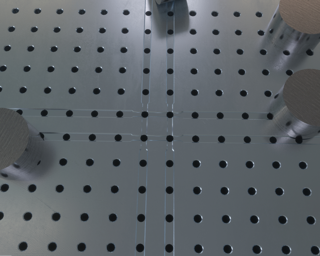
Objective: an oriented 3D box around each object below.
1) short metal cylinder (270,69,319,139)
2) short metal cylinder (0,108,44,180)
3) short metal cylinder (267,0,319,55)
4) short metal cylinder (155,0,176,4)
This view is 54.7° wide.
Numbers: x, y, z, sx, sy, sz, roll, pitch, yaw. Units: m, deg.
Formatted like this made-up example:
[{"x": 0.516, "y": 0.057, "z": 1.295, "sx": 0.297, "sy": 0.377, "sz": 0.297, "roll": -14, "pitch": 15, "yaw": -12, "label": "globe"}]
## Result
[{"x": 0.195, "y": -0.031, "z": 0.411, "sx": 0.081, "sy": 0.050, "sz": 0.080, "roll": 0, "pitch": 70, "yaw": 0, "label": "short metal cylinder"}, {"x": -0.195, "y": 0.021, "z": 0.389, "sx": 0.081, "sy": 0.050, "sz": 0.080, "roll": 0, "pitch": 70, "yaw": 0, "label": "short metal cylinder"}, {"x": 0.207, "y": -0.157, "z": 0.457, "sx": 0.081, "sy": 0.050, "sz": 0.080, "roll": 0, "pitch": 70, "yaw": 0, "label": "short metal cylinder"}, {"x": 0.013, "y": -0.235, "z": 0.468, "sx": 0.050, "sy": 0.080, "sz": 0.080, "roll": -18, "pitch": 71, "yaw": -6, "label": "short metal cylinder"}]
